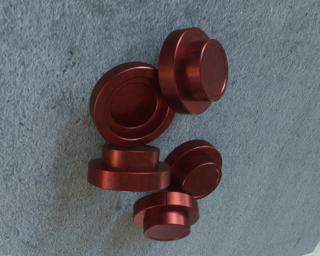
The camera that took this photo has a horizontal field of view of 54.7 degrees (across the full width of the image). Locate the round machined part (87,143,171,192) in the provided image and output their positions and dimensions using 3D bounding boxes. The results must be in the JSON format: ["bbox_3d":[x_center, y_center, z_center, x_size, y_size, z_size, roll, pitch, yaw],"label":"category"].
[{"bbox_3d":[-0.036,0.043,0.372,0.099,0.098,0.042,2,95,-30],"label":"round machined part"}]

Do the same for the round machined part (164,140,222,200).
[{"bbox_3d":[0.054,0.069,0.468,0.099,0.042,0.097,-14,124,-21],"label":"round machined part"}]

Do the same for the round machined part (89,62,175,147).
[{"bbox_3d":[-0.033,-0.030,0.358,0.099,0.042,0.097,-13,122,-21],"label":"round machined part"}]

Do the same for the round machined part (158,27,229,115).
[{"bbox_3d":[0.044,-0.063,0.350,0.099,0.042,0.097,-7,98,-53],"label":"round machined part"}]

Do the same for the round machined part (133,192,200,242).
[{"bbox_3d":[0.010,0.136,0.458,0.099,0.042,0.097,-2,141,-2],"label":"round machined part"}]
